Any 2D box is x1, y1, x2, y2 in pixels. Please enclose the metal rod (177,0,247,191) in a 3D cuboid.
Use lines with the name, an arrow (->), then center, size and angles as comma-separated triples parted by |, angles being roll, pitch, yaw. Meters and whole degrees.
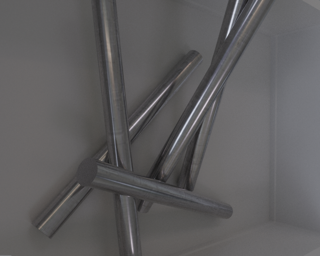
metal rod -> 0.068, -0.051, 0.385 | 0.025, 0.025, 0.298 | -6, 118, -40

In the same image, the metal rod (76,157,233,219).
metal rod -> 0.021, 0.085, 0.380 | 0.301, 0.025, 0.025 | 30, 71, -50

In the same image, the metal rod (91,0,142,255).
metal rod -> -0.044, 0.018, 0.334 | 0.025, 0.025, 0.298 | -11, 99, -40

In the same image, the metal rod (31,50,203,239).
metal rod -> -0.033, 0.000, 0.378 | 0.301, 0.025, 0.025 | -50, 120, -28

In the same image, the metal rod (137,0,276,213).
metal rod -> 0.047, -0.028, 0.356 | 0.025, 0.025, 0.298 | 20, 106, -39
